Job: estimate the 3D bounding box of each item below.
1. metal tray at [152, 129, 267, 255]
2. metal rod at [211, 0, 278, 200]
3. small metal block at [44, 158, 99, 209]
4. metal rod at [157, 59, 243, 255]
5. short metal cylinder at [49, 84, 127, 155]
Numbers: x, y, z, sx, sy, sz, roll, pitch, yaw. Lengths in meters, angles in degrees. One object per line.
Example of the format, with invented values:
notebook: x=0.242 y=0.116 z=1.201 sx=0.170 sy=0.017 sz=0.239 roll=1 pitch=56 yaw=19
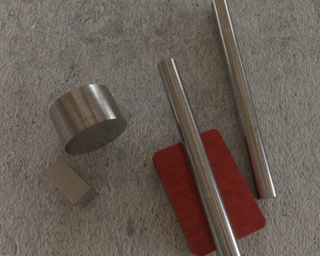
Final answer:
metal tray: x=0.056 y=0.076 z=0.378 sx=0.091 sy=0.030 sz=0.130 roll=-22 pitch=72 yaw=-8
metal rod: x=0.111 y=-0.054 z=0.428 sx=0.025 sy=0.025 sz=0.299 roll=-7 pitch=70 yaw=-3
small metal block: x=-0.104 y=0.067 z=0.369 sx=0.050 sy=0.050 sz=0.025 roll=41 pitch=75 yaw=13
metal rod: x=0.049 y=0.052 z=0.356 sx=0.025 sy=0.025 sz=0.299 roll=-15 pitch=71 yaw=-5
short metal cylinder: x=-0.088 y=-0.009 z=0.382 sx=0.080 sy=0.080 sz=0.050 roll=-27 pitch=73 yaw=-9
